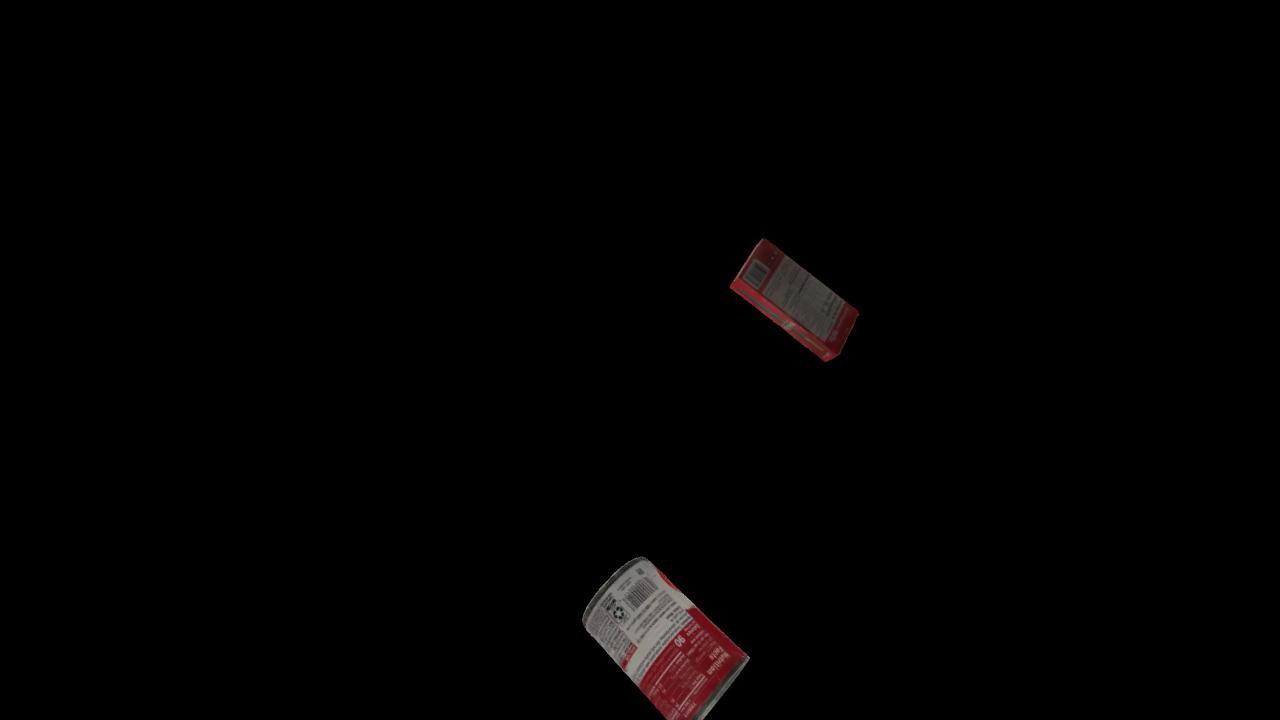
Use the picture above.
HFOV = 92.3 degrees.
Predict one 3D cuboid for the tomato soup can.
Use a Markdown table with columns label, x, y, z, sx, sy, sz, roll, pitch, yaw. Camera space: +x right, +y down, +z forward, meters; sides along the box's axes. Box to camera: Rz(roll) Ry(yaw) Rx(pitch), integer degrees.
| label | x | y | z | sx | sy | sz | roll | pitch | yaw |
| --- | --- | --- | --- | --- | --- | --- | --- | --- | --- |
| tomato soup can | 0.016 | 0.197 | 0.430 | 0.101 | 0.068 | 0.068 | 37 | 18 | 26 |

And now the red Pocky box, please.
| label | x | y | z | sx | sy | sz | roll | pitch | yaw |
| --- | --- | --- | --- | --- | --- | --- | --- | --- | --- |
| red Pocky box | 0.190 | -0.074 | 0.756 | 0.155 | 0.083 | 0.028 | 38 | -32 | -3 |
